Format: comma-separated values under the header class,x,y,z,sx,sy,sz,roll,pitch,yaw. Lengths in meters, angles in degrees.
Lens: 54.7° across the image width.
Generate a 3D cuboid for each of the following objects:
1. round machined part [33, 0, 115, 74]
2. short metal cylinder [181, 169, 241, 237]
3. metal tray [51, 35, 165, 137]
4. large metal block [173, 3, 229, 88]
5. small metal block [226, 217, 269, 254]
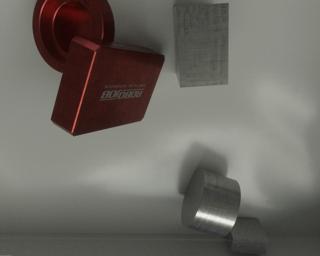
class,x,y,z,sx,sy,sz,roll,pitch,yaw
round machined part,-0.091,-0.110,0.346,0.098,0.042,0.097,6,104,26
short metal cylinder,0.067,0.101,0.420,0.050,0.080,0.079,19,109,-7
metal tray,-0.050,-0.046,0.339,0.030,0.131,0.089,29,110,21
large metal block,0.043,-0.095,0.348,0.050,0.080,0.079,-4,110,1
small metal block,0.126,0.158,0.458,0.050,0.050,0.025,4,110,-2
